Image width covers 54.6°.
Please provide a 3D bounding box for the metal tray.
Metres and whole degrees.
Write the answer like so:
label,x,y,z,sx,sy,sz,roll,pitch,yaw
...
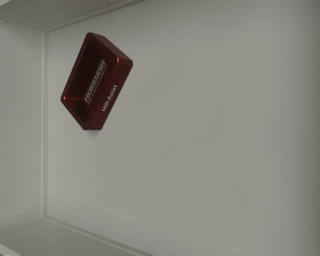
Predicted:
label,x,y,z,sx,sy,sz,roll,pitch,yaw
metal tray,-0.104,-0.072,0.490,0.090,0.030,0.129,45,117,31
